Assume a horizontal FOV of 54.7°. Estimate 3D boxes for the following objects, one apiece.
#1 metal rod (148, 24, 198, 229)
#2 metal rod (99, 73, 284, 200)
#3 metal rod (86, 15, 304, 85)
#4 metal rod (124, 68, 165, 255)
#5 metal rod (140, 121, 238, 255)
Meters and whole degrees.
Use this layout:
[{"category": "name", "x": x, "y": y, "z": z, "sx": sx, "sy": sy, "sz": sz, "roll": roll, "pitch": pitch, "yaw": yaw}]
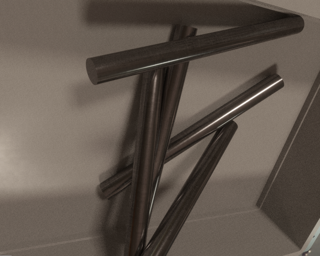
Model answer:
[{"category": "metal rod", "x": -0.002, "y": 0.023, "z": 0.397, "sx": 0.025, "sy": 0.025, "sz": 0.298, "roll": 3, "pitch": 109, "yaw": -30}, {"category": "metal rod", "x": 0.050, "y": 0.009, "z": 0.443, "sx": 0.301, "sy": 0.025, "sz": 0.025, "roll": -32, "pitch": 129, "yaw": -8}, {"category": "metal rod", "x": 0.063, "y": -0.097, "z": 0.354, "sx": 0.302, "sy": 0.025, "sz": 0.025, "roll": -20, "pitch": 127, "yaw": -29}, {"category": "metal rod", "x": -0.022, "y": 0.075, "z": 0.367, "sx": 0.025, "sy": 0.025, "sz": 0.298, "roll": 5, "pitch": 91, "yaw": -31}, {"category": "metal rod", "x": 0.029, "y": 0.098, "z": 0.391, "sx": 0.301, "sy": 0.025, "sz": 0.025, "roll": -53, "pitch": 136, "yaw": -31}]
